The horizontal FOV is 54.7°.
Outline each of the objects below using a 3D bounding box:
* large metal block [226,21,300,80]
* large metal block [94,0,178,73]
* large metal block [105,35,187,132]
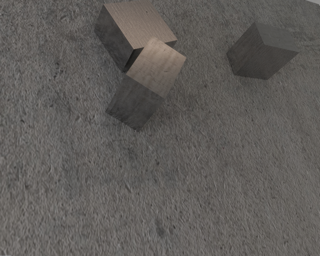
[{"bbox_3d":[0.178,-0.132,0.545,0.081,0.080,0.050,3,61,-27],"label":"large metal block"},{"bbox_3d":[-0.036,-0.135,0.451,0.081,0.050,0.080,-24,75,-36],"label":"large metal block"},{"bbox_3d":[-0.018,-0.054,0.392,0.050,0.080,0.080,32,52,-8],"label":"large metal block"}]
